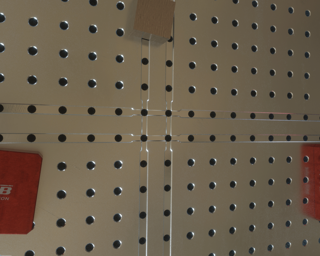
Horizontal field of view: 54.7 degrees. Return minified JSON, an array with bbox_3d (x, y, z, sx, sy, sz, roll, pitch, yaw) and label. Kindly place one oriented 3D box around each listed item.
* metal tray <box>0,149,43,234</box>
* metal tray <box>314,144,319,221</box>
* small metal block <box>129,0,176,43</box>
[{"bbox_3d":[-0.202,0.065,0.335,0.131,0.030,0.089,8,87,-20],"label":"metal tray"},{"bbox_3d":[0.308,0.091,0.523,0.091,0.030,0.129,-2,91,-20],"label":"metal tray"},{"bbox_3d":[-0.011,-0.145,0.408,0.050,0.025,0.050,9,87,-20],"label":"small metal block"}]
